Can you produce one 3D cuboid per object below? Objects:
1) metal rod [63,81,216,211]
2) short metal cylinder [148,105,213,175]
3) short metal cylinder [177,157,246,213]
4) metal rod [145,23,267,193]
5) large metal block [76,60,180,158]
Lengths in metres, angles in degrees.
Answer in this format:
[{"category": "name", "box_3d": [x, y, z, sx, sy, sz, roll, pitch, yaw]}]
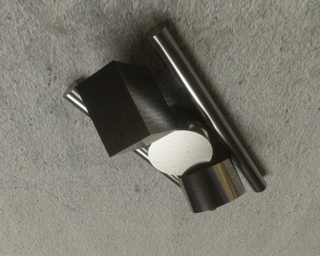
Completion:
[{"category": "metal rod", "box_3d": [-0.010, 0.040, 0.442, 0.025, 0.025, 0.300, -33, 123, 25]}, {"category": "short metal cylinder", "box_3d": [0.026, 0.017, 0.407, 0.081, 0.050, 0.079, 0, 130, 0]}, {"category": "short metal cylinder", "box_3d": [0.071, 0.078, 0.432, 0.080, 0.080, 0.050, -25, 84, 19]}, {"category": "metal rod", "box_3d": [0.075, -0.005, 0.404, 0.025, 0.025, 0.300, -26, 126, 20]}, {"category": "large metal block", "box_3d": [-0.031, -0.021, 0.334, 0.050, 0.080, 0.080, -30, 83, 22]}]
